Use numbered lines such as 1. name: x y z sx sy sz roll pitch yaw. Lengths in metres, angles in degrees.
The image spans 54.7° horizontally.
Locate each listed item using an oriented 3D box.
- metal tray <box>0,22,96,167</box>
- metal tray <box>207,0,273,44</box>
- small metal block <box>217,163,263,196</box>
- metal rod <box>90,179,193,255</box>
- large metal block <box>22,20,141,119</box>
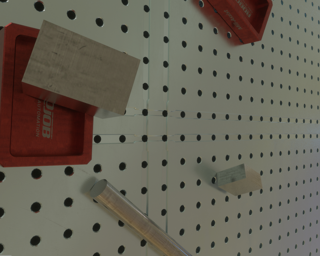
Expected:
1. metal tray: -0.114 -0.028 0.311 0.091 0.030 0.129 3 88 -40
2. metal tray: 0.137 -0.217 0.522 0.130 0.030 0.090 34 69 -35
3. small metal block: 0.129 0.085 0.500 0.050 0.050 0.025 32 45 -36
4. metal rod: 0.016 0.167 0.425 0.300 0.025 0.025 49 61 -29
5. large metal block: -0.074 -0.045 0.280 0.081 0.080 0.050 19 82 -22
